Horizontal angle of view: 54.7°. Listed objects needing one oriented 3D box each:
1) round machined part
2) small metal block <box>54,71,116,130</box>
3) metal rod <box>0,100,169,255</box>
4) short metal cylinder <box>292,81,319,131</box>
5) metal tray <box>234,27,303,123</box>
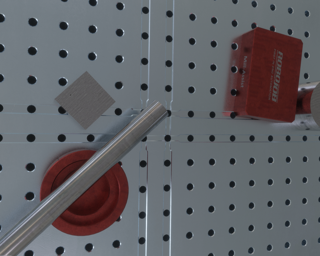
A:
[{"bbox_3d":[-0.091,0.073,0.370,0.099,0.042,0.097,0,90,-20],"label":"round machined part"},{"bbox_3d":[-0.092,-0.033,0.379,0.050,0.025,0.050,-46,105,-14],"label":"small metal block"},{"bbox_3d":[-0.105,0.076,0.329,0.301,0.025,0.025,-43,104,-15],"label":"metal rod"},{"bbox_3d":[0.250,-0.035,0.492,0.081,0.050,0.079,0,90,-20],"label":"short metal cylinder"},{"bbox_3d":[0.166,-0.077,0.471,0.091,0.030,0.129,8,87,-20],"label":"metal tray"}]
